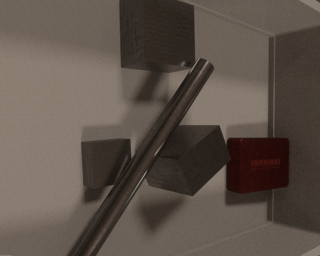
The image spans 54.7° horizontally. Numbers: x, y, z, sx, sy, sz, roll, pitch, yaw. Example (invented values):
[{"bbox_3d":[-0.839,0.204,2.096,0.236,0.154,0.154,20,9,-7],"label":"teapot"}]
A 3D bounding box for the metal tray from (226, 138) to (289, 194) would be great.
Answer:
[{"bbox_3d":[0.174,0.062,0.543,0.131,0.030,0.089,1,89,-34],"label":"metal tray"}]

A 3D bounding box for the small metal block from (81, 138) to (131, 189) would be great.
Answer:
[{"bbox_3d":[-0.061,0.039,0.357,0.050,0.025,0.050,-5,93,-40],"label":"small metal block"}]

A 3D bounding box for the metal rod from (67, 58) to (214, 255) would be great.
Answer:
[{"bbox_3d":[-0.022,0.042,0.352,0.025,0.025,0.300,43,72,-32],"label":"metal rod"}]

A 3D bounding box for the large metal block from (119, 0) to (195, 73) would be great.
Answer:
[{"bbox_3d":[-0.002,-0.116,0.390,0.081,0.050,0.079,-3,92,-40],"label":"large metal block"}]

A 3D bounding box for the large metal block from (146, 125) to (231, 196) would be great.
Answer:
[{"bbox_3d":[0.029,0.037,0.398,0.081,0.080,0.050,-35,112,-35],"label":"large metal block"}]
